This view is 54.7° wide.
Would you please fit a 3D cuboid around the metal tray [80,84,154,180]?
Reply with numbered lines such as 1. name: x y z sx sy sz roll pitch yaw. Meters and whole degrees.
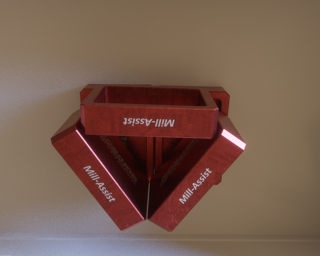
1. metal tray: -0.053 0.009 0.411 0.091 0.030 0.129 0 109 0

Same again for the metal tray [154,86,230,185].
1. metal tray: 0.039 0.011 0.412 0.091 0.030 0.129 1 109 -1

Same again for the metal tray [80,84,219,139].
1. metal tray: -0.010 -0.021 0.334 0.131 0.090 0.030 2 111 -1

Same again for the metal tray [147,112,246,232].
1. metal tray: 0.036 0.044 0.358 0.030 0.090 0.129 34 107 -12

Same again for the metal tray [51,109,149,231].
1. metal tray: -0.061 0.041 0.357 0.030 0.090 0.130 -30 108 11
